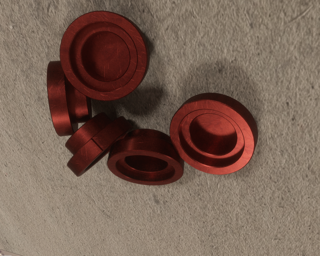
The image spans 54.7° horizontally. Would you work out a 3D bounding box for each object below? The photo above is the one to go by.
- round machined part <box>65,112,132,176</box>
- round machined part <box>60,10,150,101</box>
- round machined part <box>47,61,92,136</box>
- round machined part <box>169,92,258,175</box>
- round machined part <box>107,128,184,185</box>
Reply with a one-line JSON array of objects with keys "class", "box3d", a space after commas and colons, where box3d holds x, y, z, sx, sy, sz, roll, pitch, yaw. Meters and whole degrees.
[{"class": "round machined part", "box3d": [-0.086, 0.016, 0.413, 0.042, 0.099, 0.098, 47, 129, 0]}, {"class": "round machined part", "box3d": [-0.061, -0.083, 0.360, 0.099, 0.042, 0.097, 1, 107, 5]}, {"class": "round machined part", "box3d": [-0.114, -0.039, 0.406, 0.042, 0.098, 0.097, -6, 121, -8]}, {"class": "round machined part", "box3d": [0.064, 0.003, 0.363, 0.098, 0.042, 0.097, 13, 124, 20]}, {"class": "round machined part", "box3d": [-0.017, 0.036, 0.408, 0.099, 0.042, 0.098, 4, 146, 3]}]
